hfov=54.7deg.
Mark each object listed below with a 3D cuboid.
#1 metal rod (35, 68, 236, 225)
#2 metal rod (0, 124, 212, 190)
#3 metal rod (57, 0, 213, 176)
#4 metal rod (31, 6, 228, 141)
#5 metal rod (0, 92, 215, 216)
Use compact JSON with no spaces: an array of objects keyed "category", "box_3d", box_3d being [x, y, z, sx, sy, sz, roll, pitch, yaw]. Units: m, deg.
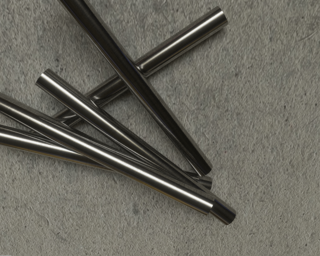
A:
[{"category":"metal rod","box_3d":[-0.021,0.031,0.391,0.301,0.025,0.025,38,106,-12]},{"category":"metal rod","box_3d":[-0.073,0.042,0.407,0.302,0.025,0.025,16,110,-13]},{"category":"metal rod","box_3d":[-0.022,-0.047,0.366,0.025,0.025,0.300,-33,116,11]},{"category":"metal rod","box_3d":[-0.053,-0.055,0.388,0.300,0.025,0.025,-31,107,10]},{"category":"metal rod","box_3d":[-0.075,0.029,0.378,0.301,0.025,0.025,26,108,2]}]
